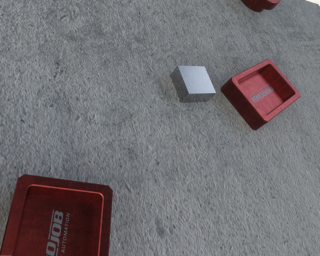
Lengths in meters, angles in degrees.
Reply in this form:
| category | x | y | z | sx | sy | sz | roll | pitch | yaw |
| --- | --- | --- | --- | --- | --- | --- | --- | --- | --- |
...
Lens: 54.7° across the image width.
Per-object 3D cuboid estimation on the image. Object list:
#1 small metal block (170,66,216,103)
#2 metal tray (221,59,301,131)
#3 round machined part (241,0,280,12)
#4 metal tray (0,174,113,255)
| category | x | y | z | sx | sy | sz | roll | pitch | yaw |
| --- | --- | --- | --- | --- | --- | --- | --- | --- | --- |
| small metal block | 0.050 | -0.067 | 0.471 | 0.050 | 0.025 | 0.050 | -5 | 64 | -31 |
| metal tray | 0.175 | -0.061 | 0.532 | 0.131 | 0.030 | 0.090 | -29 | 78 | -38 |
| round machined part | 0.217 | -0.299 | 0.693 | 0.099 | 0.042 | 0.098 | 14 | 56 | -21 |
| metal tray | -0.094 | 0.113 | 0.280 | 0.091 | 0.030 | 0.130 | 13 | 56 | -21 |
